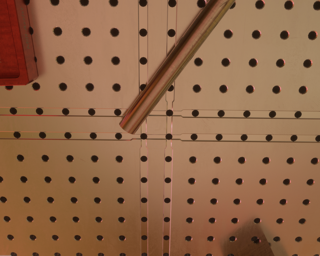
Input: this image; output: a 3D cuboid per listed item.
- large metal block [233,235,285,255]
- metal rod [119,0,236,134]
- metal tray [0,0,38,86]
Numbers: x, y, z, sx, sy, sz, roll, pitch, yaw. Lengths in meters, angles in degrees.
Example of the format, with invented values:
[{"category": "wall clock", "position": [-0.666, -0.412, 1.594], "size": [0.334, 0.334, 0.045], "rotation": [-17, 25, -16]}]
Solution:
[{"category": "large metal block", "position": [0.163, 0.230, 0.486], "size": [0.080, 0.050, 0.080], "rotation": [-40, 106, 13]}, {"category": "metal rod", "position": [0.045, -0.113, 0.372], "size": [0.025, 0.025, 0.299], "rotation": [35, 106, -12]}, {"category": "metal tray", "position": [-0.204, -0.116, 0.365], "size": [0.091, 0.030, 0.129], "rotation": [-2, 110, 0]}]
